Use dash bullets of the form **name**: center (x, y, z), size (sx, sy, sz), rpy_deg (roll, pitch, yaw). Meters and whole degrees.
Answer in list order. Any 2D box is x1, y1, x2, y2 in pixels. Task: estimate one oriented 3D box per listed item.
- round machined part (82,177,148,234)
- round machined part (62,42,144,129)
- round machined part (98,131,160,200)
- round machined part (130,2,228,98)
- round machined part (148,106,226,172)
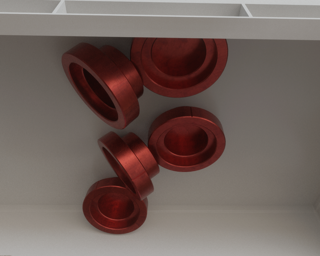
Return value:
- **round machined part**: center (-0.068, 0.116, 0.488), size (0.099, 0.042, 0.097), rpy_deg (1, 118, 2)
- **round machined part**: center (-0.056, -0.049, 0.333), size (0.042, 0.098, 0.098), rpy_deg (-43, 132, -23)
- **round machined part**: center (-0.037, 0.044, 0.411), size (0.042, 0.098, 0.098), rpy_deg (-35, 131, -18)
- **round machined part**: center (0.019, -0.084, 0.327), size (0.099, 0.042, 0.097), rpy_deg (-1, 130, 0)
- **round machined part**: center (0.034, 0.010, 0.407), size (0.099, 0.042, 0.097), rpy_deg (-1, 130, 0)
